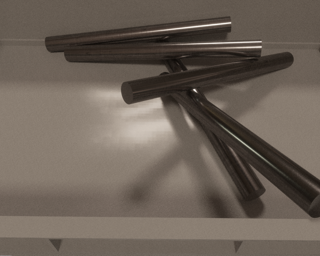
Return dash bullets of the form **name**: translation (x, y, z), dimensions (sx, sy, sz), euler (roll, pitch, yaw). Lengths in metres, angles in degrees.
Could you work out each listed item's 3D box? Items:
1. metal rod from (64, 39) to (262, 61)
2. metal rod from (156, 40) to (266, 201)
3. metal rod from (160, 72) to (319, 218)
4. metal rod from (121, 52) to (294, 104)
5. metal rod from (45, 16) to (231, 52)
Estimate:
- **metal rod**: translation (-0.003, -0.118, 0.475), dimensions (0.301, 0.025, 0.025), euler (1, 50, 12)
- **metal rod**: translation (0.055, -0.034, 0.434), dimensions (0.025, 0.025, 0.299), euler (-15, 52, -13)
- **metal rod**: translation (0.061, -0.009, 0.344), dimensions (0.025, 0.025, 0.300), euler (-18, 31, -15)
- **metal rod**: translation (0.085, -0.074, 0.419), dimensions (0.303, 0.025, 0.025), euler (-17, 51, -33)
- **metal rod**: translation (-0.038, -0.153, 0.506), dimensions (0.302, 0.025, 0.025), euler (-5, 50, 6)
